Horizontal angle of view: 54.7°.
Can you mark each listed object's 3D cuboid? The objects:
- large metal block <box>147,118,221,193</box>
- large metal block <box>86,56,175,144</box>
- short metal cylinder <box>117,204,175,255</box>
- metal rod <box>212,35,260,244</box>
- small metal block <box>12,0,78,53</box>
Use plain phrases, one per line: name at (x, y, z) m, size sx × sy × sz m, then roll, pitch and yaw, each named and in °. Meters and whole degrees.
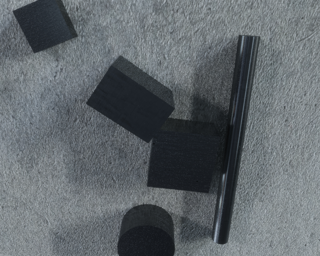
large metal block at (0.028, 0.034, 0.409) m, size 0.081 × 0.050 × 0.079 m, roll 7°, pitch 110°, yaw -3°
large metal block at (-0.031, -0.037, 0.367) m, size 0.080 × 0.080 × 0.050 m, roll 34°, pitch 107°, yaw -12°
short metal cylinder at (-0.019, 0.160, 0.455) m, size 0.081 × 0.050 × 0.079 m, roll 0°, pitch 110°, yaw 0°
metal rod at (0.099, 0.029, 0.421) m, size 0.025 × 0.025 × 0.298 m, roll 3°, pitch 110°, yaw -1°
small metal block at (-0.133, -0.122, 0.364) m, size 0.050 × 0.025 × 0.050 m, roll -20°, pitch 109°, yaw 7°
